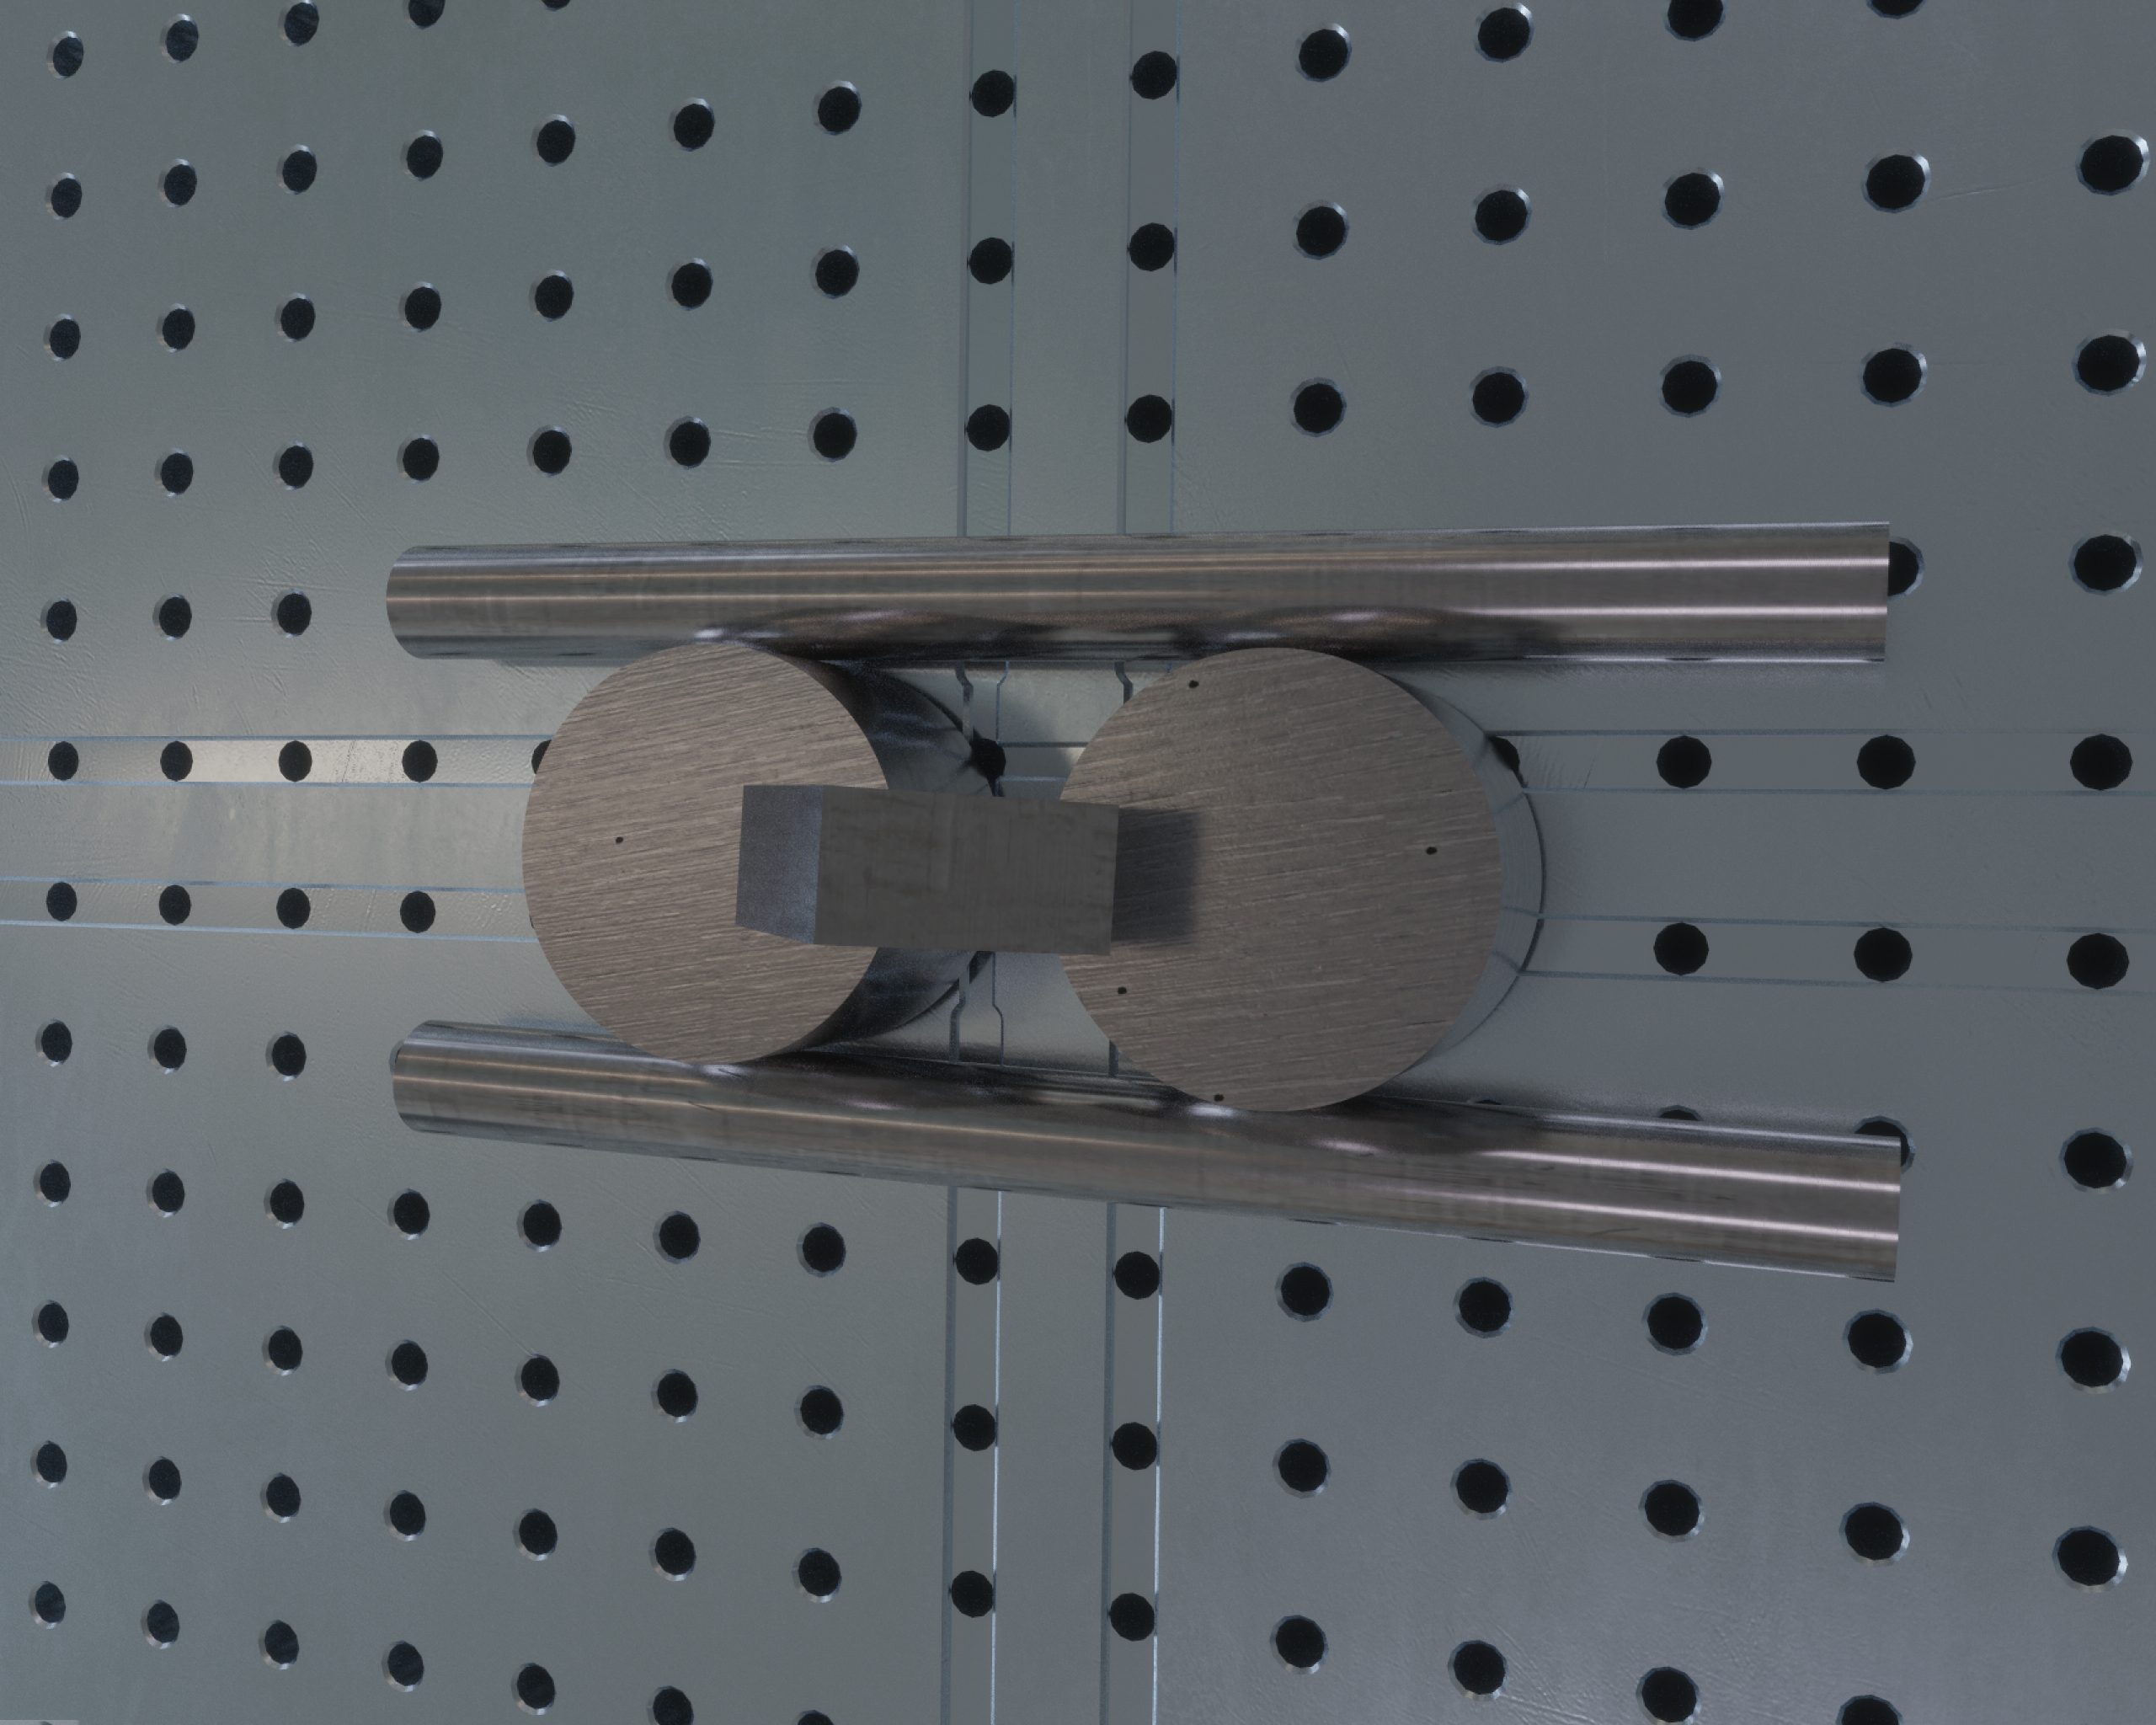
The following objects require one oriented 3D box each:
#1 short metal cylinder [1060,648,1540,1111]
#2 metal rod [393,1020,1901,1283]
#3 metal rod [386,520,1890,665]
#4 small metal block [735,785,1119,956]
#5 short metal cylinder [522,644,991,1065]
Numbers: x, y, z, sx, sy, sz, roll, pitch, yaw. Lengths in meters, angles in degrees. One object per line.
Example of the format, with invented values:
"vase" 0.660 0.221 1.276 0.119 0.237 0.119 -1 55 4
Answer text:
"short metal cylinder" 0.041 0.003 0.381 0.080 0.050 0.079 0 90 20
"metal rod" -0.001 0.053 0.409 0.301 0.025 0.025 3 91 19
"metal rod" -0.002 -0.052 0.410 0.301 0.025 0.025 2 91 19
"small metal block" -0.027 0.001 0.356 0.050 0.050 0.025 3 91 -23
"short metal cylinder" -0.062 -0.002 0.418 0.080 0.050 0.079 0 90 20
